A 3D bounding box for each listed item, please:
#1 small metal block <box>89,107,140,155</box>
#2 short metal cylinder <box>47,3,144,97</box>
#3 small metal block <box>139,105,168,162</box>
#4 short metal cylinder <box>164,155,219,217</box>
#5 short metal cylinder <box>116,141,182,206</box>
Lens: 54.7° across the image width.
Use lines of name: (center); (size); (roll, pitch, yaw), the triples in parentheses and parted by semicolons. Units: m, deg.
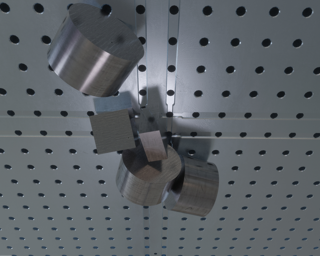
small metal block: (-0.058, 0.003, 0.398); (0.050, 0.025, 0.050); (-11, 95, 9)
short metal cylinder: (-0.063, -0.077, 0.309); (0.080, 0.080, 0.050); (28, 125, -22)
small metal block: (-0.008, 0.007, 0.401); (0.025, 0.050, 0.050); (-10, 130, 8)
short metal cylinder: (0.043, 0.083, 0.447); (0.050, 0.080, 0.079); (15, 129, -13)
short metal cylinder: (-0.016, 0.059, 0.425); (0.081, 0.080, 0.050); (11, 130, -10)
